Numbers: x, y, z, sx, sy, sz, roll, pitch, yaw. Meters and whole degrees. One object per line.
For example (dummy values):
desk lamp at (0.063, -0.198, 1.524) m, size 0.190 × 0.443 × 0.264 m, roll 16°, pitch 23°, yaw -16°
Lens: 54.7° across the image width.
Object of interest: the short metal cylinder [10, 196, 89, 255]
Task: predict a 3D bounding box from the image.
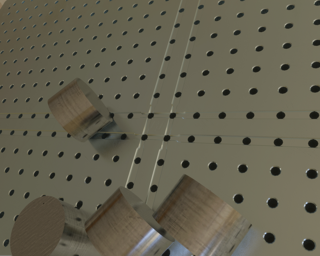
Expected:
short metal cylinder at (-0.134, 0.130, 0.383) m, size 0.080 × 0.050 × 0.080 m, roll -13°, pitch 56°, yaw 21°

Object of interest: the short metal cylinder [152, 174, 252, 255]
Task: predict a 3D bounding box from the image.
short metal cylinder at (0.040, 0.089, 0.298) m, size 0.080 × 0.080 × 0.050 m, roll 32°, pitch 80°, yaw 38°

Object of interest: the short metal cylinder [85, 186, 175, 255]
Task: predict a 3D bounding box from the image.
short metal cylinder at (-0.031, 0.107, 0.323) m, size 0.050 × 0.080 × 0.080 m, roll -46°, pitch 51°, yaw -4°

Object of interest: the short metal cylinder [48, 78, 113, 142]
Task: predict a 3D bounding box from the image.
short metal cylinder at (-0.114, -0.026, 0.449) m, size 0.050 × 0.080 × 0.080 m, roll -37°, pitch 51°, yaw 4°
